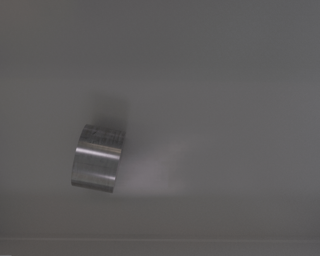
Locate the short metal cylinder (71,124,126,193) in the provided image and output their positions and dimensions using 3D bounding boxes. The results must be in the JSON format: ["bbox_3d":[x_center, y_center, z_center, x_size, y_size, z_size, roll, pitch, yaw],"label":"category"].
[{"bbox_3d":[-0.076,0.039,0.396,0.050,0.080,0.079,12,110,-5],"label":"short metal cylinder"}]
